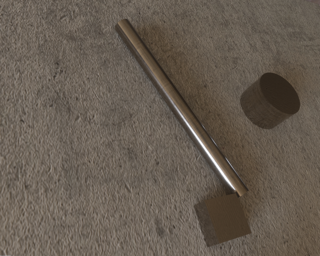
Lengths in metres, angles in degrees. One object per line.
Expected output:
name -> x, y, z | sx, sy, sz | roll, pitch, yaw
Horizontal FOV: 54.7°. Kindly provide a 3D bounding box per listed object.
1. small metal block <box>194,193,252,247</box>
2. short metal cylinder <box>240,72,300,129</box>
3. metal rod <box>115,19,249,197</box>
small metal block -> 0.076, 0.111, 0.377 | 0.050, 0.025, 0.050 | -4, 64, -30
short metal cylinder -> 0.182, -0.045, 0.513 | 0.081, 0.050, 0.080 | 14, 56, -21
metal rod -> 0.025, -0.034, 0.437 | 0.025, 0.025, 0.299 | -25, 75, -37
